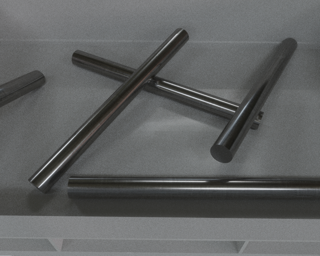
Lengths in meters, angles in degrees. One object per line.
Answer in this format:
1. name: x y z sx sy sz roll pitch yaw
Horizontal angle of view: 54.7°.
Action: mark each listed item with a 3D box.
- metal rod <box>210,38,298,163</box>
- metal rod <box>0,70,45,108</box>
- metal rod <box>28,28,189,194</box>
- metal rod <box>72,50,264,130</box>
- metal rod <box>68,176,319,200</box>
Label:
1. metal rod: 0.142 -0.056 0.426 0.025 0.025 0.301 25 46 19
2. metal rod: -0.220 -0.013 0.337 0.025 0.025 0.301 11 27 9
3. metal rod: -0.052 -0.038 0.413 0.025 0.025 0.301 29 63 22
4. metal rod: 0.000 -0.062 0.456 0.301 0.025 0.025 21 53 17
5. metal rod: 0.051 0.067 0.348 0.302 0.025 0.025 0 50 0
